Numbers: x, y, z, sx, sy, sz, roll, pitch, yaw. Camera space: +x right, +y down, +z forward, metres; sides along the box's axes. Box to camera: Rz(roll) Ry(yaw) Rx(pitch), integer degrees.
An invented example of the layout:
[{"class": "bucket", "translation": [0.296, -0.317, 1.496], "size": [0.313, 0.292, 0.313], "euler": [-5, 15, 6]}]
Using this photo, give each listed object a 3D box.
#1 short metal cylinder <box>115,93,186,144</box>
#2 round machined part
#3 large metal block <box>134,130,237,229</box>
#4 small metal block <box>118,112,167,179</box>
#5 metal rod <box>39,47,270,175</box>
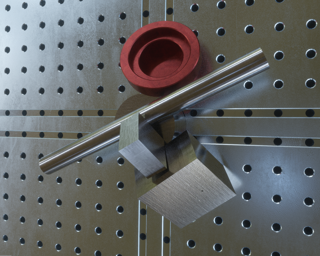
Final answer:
[{"class": "short metal cylinder", "translation": [-0.012, -0.003, 0.402], "size": [0.080, 0.050, 0.079], "euler": [0, 90, 19]}, {"class": "round machined part", "translation": [0.003, -0.082, 0.389], "size": [0.098, 0.042, 0.098], "euler": [-5, 67, 11]}, {"class": "large metal block", "translation": [0.028, 0.062, 0.364], "size": [0.080, 0.050, 0.080], "euler": [-37, 123, 16]}, {"class": "small metal block", "translation": [-0.019, 0.019, 0.340], "size": [0.025, 0.050, 0.050], "euler": [-31, 122, 17]}, {"class": "metal rod", "translation": [-0.021, -0.011, 0.365], "size": [0.300, 0.025, 0.025], "euler": [-25, 82, 17]}]
